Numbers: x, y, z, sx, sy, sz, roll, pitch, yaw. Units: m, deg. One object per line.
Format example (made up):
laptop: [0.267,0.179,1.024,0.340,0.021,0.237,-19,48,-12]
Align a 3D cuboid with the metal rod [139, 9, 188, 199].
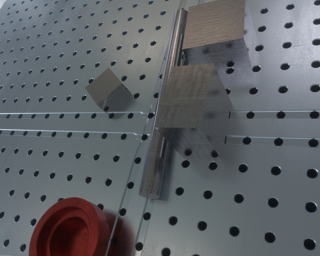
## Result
metal rod: [0.011,-0.051,0.433,0.025,0.025,0.300,-4,60,26]

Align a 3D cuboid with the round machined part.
round machined part: [-0.102,0.136,0.367,0.098,0.042,0.098,-13,56,21]

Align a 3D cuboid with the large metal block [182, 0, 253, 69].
large metal block: [0.082,-0.130,0.429,0.080,0.050,0.080,-4,60,26]

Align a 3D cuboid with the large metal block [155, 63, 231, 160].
large metal block: [0.043,-0.017,0.361,0.050,0.080,0.080,1,62,29]

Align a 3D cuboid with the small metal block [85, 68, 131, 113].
small metal block: [-0.083,-0.060,0.489,0.050,0.025,0.050,-41,51,0]
